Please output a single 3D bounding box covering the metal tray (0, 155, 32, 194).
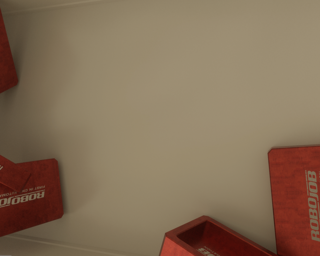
[{"bbox_3d":[-0.249,0.043,0.407,0.090,0.130,0.030,-7,51,39],"label":"metal tray"}]

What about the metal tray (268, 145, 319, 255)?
[{"bbox_3d":[0.174,0.084,0.346,0.090,0.030,0.129,-5,88,19],"label":"metal tray"}]

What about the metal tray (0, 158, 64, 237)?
[{"bbox_3d":[-0.202,0.094,0.424,0.030,0.131,0.089,-10,87,39],"label":"metal tray"}]

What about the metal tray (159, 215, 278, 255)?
[{"bbox_3d":[0.076,0.146,0.329,0.130,0.091,0.030,22,104,35],"label":"metal tray"}]

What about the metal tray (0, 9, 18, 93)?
[{"bbox_3d":[-0.259,-0.106,0.438,0.030,0.090,0.129,16,127,19],"label":"metal tray"}]
